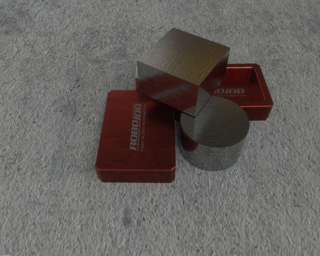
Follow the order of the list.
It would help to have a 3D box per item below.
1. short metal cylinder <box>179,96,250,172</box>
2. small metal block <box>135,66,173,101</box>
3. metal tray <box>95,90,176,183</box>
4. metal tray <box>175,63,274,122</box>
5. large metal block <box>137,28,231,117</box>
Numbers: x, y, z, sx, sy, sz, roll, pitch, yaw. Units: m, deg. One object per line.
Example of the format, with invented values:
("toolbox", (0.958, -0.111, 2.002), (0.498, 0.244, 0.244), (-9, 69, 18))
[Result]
("short metal cylinder", (0.065, 0.007, 0.383), (0.080, 0.050, 0.080), (0, 50, 0))
("small metal block", (-0.008, -0.060, 0.439), (0.050, 0.050, 0.025), (1, 50, 0))
("metal tray", (-0.027, 0.007, 0.397), (0.091, 0.030, 0.130), (1, 50, 0))
("metal tray", (0.085, -0.052, 0.446), (0.131, 0.030, 0.090), (-1, 50, -1))
("large metal block", (0.029, -0.071, 0.382), (0.080, 0.050, 0.080), (26, 55, 20))
